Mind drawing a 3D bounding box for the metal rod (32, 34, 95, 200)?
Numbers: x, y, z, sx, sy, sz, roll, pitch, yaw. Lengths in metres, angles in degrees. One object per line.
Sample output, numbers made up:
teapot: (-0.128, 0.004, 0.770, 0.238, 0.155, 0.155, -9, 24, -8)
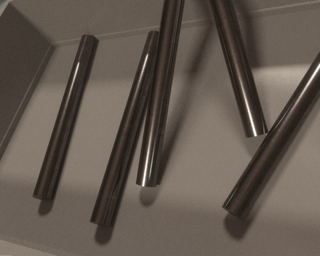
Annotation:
metal rod: (-0.148, -0.033, 0.501, 0.025, 0.025, 0.299, -7, 58, 24)

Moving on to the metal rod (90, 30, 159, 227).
metal rod: (-0.039, -0.016, 0.434, 0.025, 0.025, 0.300, 0, 61, 28)

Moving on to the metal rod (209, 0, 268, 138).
metal rod: (0.072, -0.136, 0.355, 0.025, 0.025, 0.298, -15, 86, 19)

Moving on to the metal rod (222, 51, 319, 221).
metal rod: (0.159, -0.033, 0.342, 0.025, 0.025, 0.300, 27, 76, 37)

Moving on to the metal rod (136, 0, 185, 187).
metal rod: (0.006, -0.079, 0.373, 0.025, 0.025, 0.298, 9, 90, 31)
